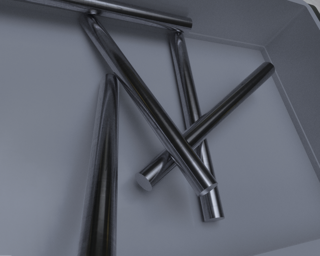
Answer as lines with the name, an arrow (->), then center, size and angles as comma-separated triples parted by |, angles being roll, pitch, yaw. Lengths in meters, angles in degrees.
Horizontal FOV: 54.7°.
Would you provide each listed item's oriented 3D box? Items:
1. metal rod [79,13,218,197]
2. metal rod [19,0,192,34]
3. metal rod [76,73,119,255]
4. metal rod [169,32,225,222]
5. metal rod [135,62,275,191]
metal rod -> -0.028, -0.047, 0.384 | 0.025, 0.025, 0.299 | -16, 59, -35
metal rod -> -0.087, -0.169, 0.430 | 0.303, 0.025, 0.025 | 1, 61, -29
metal rod -> -0.051, 0.021, 0.286 | 0.025, 0.025, 0.300 | 19, 29, -18
metal rod -> 0.047, -0.020, 0.444 | 0.025, 0.025, 0.299 | 6, 59, -26
metal rod -> 0.079, -0.019, 0.425 | 0.025, 0.025, 0.302 | 48, 56, 5
